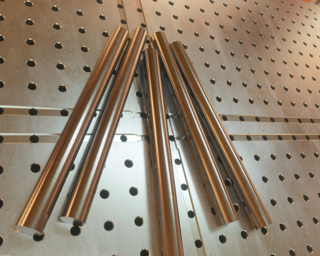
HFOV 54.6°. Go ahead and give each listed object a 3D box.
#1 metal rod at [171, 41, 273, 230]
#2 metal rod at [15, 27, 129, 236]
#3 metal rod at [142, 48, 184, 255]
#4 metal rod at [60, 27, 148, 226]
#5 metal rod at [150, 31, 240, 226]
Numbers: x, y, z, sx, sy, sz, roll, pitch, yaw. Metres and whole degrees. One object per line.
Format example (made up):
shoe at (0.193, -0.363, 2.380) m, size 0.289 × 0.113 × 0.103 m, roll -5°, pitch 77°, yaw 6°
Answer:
metal rod at (0.079, -0.002, 0.451) m, size 0.025 × 0.025 × 0.299 m, roll -10°, pitch 67°, yaw -32°
metal rod at (-0.089, -0.023, 0.373) m, size 0.025 × 0.025 × 0.300 m, roll 25°, pitch 53°, yaw -13°
metal rod at (0.000, 0.018, 0.397) m, size 0.025 × 0.025 × 0.299 m, roll 8°, pitch 58°, yaw -24°
metal rod at (-0.059, -0.027, 0.393) m, size 0.025 × 0.025 × 0.300 m, roll 23°, pitch 53°, yaw -14°
metal rod at (0.041, -0.014, 0.438) m, size 0.025 × 0.025 × 0.299 m, roll -5°, pitch 64°, yaw -30°
